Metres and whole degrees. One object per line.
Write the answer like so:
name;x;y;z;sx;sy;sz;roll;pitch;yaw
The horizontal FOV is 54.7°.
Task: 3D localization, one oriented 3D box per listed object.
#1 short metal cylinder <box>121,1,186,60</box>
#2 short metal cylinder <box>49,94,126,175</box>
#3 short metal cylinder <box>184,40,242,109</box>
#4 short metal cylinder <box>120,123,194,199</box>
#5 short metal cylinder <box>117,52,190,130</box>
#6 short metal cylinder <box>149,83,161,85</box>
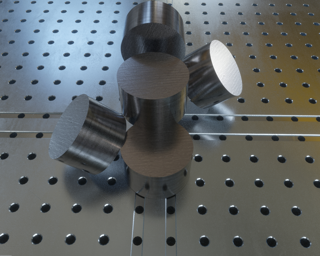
short metal cylinder;-0.008;-0.114;0.401;0.081;0.080;0.050;0;50;0
short metal cylinder;-0.084;0.008;0.357;0.050;0.080;0.080;31;40;-33
short metal cylinder;0.070;-0.072;0.424;0.050;0.080;0.080;-22;39;36
short metal cylinder;-0.003;0.035;0.361;0.081;0.050;0.080;0;51;0
short metal cylinder;-0.008;-0.044;0.362;0.081;0.050;0.080;0;50;0
short metal cylinder;-0.006;-0.069;0.449;0.081;0.050;0.080;0;51;0
